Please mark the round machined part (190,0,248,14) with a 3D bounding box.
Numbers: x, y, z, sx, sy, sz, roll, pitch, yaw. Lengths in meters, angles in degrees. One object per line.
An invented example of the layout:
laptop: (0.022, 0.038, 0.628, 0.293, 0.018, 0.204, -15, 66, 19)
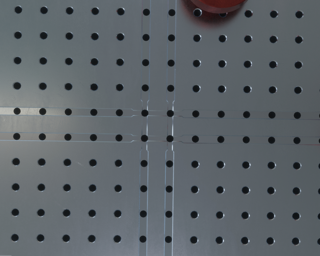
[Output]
round machined part: (0.077, -0.198, 0.405, 0.099, 0.042, 0.097, 0, 90, 0)
